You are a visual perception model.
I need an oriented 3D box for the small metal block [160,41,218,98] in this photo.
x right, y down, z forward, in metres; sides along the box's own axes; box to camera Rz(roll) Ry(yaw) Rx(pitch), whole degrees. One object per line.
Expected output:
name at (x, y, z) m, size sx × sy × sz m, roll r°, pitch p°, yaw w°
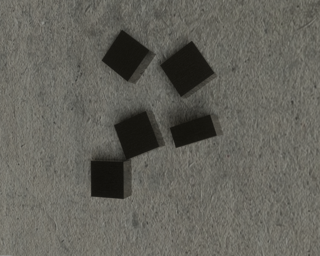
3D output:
small metal block at (0.037, -0.073, 0.396) m, size 0.050 × 0.025 × 0.050 m, roll -35°, pitch 79°, yaw 16°

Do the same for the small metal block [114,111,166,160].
small metal block at (-0.027, 0.010, 0.419) m, size 0.050 × 0.025 × 0.050 m, roll -23°, pitch 83°, yaw 18°

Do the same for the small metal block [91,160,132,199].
small metal block at (-0.068, 0.070, 0.433) m, size 0.050 × 0.025 × 0.050 m, roll 0°, pitch 90°, yaw 20°

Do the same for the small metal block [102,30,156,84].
small metal block at (-0.043, -0.097, 0.424) m, size 0.050 × 0.025 × 0.050 m, roll 40°, pitch 102°, yaw 15°

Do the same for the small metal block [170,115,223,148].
small metal block at (0.046, 0.004, 0.379) m, size 0.050 × 0.050 × 0.025 m, roll -18°, pitch 84°, yaw 19°
